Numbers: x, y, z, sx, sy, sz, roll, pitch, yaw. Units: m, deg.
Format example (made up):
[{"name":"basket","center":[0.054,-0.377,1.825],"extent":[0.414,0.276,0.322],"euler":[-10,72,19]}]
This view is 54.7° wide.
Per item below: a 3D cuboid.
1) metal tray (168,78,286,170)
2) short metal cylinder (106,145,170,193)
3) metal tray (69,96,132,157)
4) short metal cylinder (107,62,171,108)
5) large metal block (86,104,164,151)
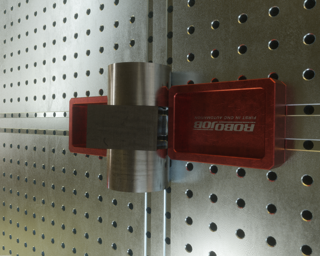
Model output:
[{"name":"metal tray","center":[0.069,-0.005,0.349],"extent":[0.130,0.030,0.089],"euler":[1,91,40]},{"name":"short metal cylinder","center":[-0.028,0.049,0.396],"extent":[0.080,0.081,0.050],"euler":[3,92,40]},{"name":"metal tray","center":[-0.091,-0.003,0.481],"extent":[0.130,0.030,0.089],"euler":[2,91,40]},{"name":"short metal cylinder","center":[-0.026,-0.052,0.395],"extent":[0.080,0.081,0.050],"euler":[2,91,40]},{"name":"large metal block","center":[-0.039,-0.001,0.387],"extent":[0.080,0.080,0.050],"euler":[2,91,6]}]
